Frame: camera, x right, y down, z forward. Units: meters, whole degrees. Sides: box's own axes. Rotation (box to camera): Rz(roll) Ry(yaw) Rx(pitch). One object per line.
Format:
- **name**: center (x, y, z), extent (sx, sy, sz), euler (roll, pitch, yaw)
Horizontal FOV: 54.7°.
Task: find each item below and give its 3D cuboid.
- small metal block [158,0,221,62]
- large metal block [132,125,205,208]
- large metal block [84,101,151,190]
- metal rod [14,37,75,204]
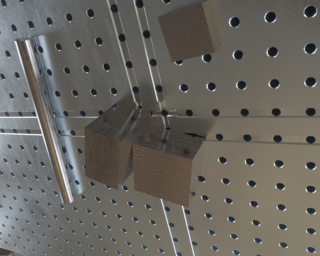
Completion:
- **small metal block**: center (0.032, -0.103, 0.330), extent (0.050, 0.025, 0.050), euler (-6, 116, 30)
- **large metal block**: center (0.012, 0.050, 0.419), extent (0.080, 0.050, 0.079), euler (14, 124, 20)
- **large metal block**: center (-0.056, 0.021, 0.417), extent (0.050, 0.080, 0.079), euler (20, 126, 16)
- **metal rod**: center (-0.181, 0.004, 0.506), extent (0.025, 0.025, 0.298), euler (10, 123, 22)
